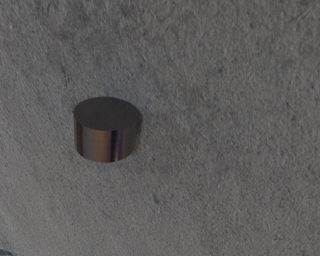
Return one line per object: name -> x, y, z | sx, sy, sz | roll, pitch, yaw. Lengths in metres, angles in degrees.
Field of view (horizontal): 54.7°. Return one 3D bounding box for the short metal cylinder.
short metal cylinder -> -0.071, 0.000, 0.407 | 0.080, 0.080, 0.050 | 20, 126, 16
